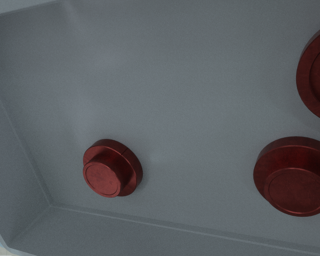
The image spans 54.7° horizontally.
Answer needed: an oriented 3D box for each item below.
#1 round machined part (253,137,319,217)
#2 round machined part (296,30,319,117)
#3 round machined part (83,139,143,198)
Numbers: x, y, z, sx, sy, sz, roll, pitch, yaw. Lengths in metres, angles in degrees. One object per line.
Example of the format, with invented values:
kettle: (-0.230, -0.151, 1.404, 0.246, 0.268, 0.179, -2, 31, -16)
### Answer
round machined part: (0.157, 0.062, 0.353, 0.098, 0.042, 0.097, 13, 124, 21)
round machined part: (0.175, -0.052, 0.273, 0.098, 0.042, 0.097, 13, 124, 21)
round machined part: (-0.080, 0.069, 0.483, 0.098, 0.042, 0.097, 13, 124, 21)
